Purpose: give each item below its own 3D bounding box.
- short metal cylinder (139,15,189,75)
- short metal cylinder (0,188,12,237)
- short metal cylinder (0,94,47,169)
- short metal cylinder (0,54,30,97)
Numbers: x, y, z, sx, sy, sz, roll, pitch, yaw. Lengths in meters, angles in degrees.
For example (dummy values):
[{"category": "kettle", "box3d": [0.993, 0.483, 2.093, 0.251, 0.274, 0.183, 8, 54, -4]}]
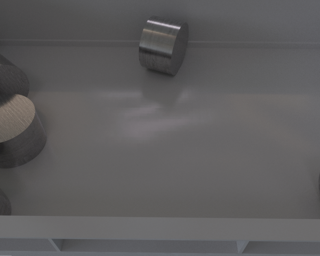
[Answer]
[{"category": "short metal cylinder", "box3d": [0.007, -0.126, 0.476, 0.050, 0.080, 0.080, 17, 52, 14]}, {"category": "short metal cylinder", "box3d": [-0.203, 0.084, 0.316, 0.080, 0.050, 0.080, 0, 50, 0]}, {"category": "short metal cylinder", "box3d": [-0.189, 0.003, 0.385, 0.080, 0.050, 0.080, 0, 50, 0]}, {"category": "short metal cylinder", "box3d": [-0.227, -0.059, 0.417, 0.050, 0.080, 0.080, 34, 58, 25]}]
